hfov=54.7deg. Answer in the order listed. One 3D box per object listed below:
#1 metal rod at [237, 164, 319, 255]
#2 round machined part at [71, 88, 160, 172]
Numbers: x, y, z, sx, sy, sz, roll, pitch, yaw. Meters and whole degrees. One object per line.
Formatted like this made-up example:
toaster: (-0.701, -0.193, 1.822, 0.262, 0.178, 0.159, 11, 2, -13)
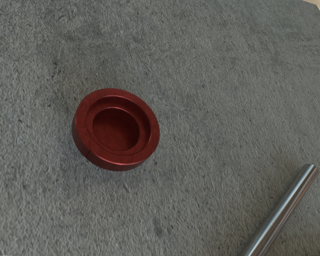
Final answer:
metal rod: (0.141, 0.132, 0.400, 0.302, 0.025, 0.025, -33, 81, -38)
round machined part: (-0.053, 0.005, 0.362, 0.099, 0.042, 0.098, 14, 56, -21)
